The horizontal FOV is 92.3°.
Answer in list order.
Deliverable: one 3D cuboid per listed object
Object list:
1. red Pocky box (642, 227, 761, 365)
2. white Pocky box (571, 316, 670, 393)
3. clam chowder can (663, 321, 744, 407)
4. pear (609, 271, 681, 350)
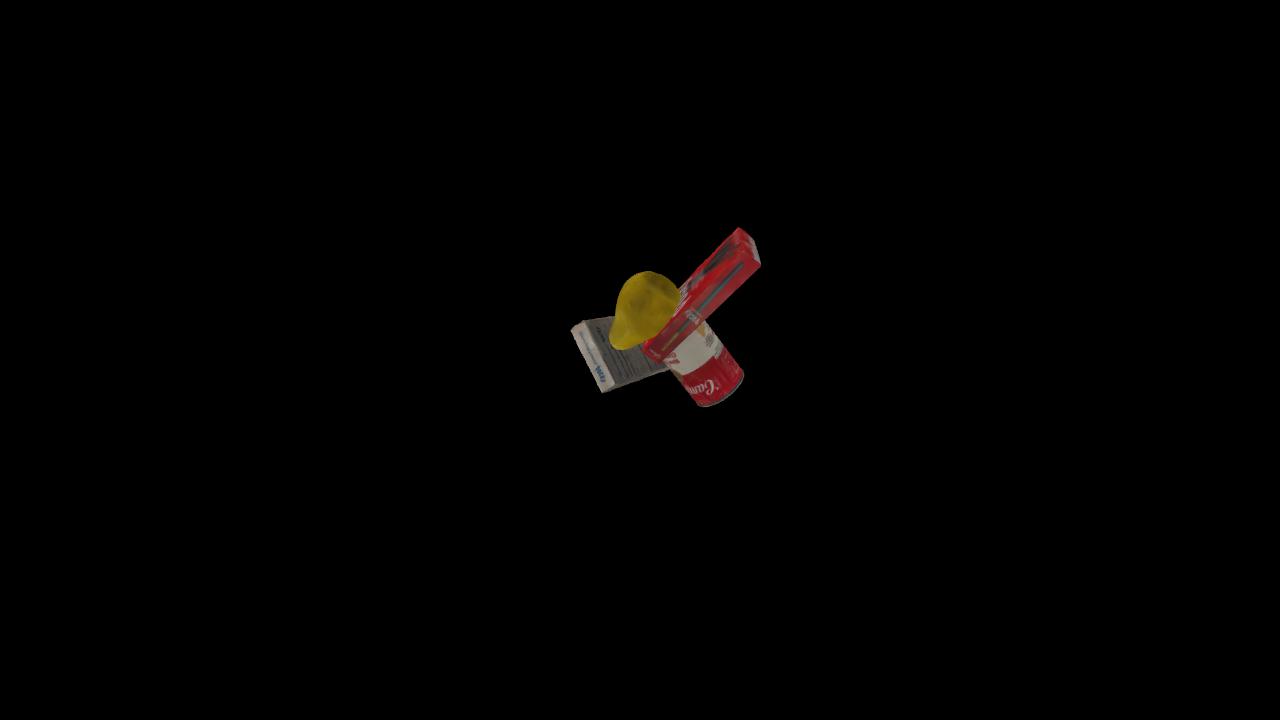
[{"bbox_3d":[0.063,-0.069,0.660,0.028,0.155,0.083,38,24,-16],"label":"red Pocky box"},{"bbox_3d":[-0.013,-0.015,0.746,0.028,0.084,0.154,-32,-8,31],"label":"white Pocky box"},{"bbox_3d":[0.064,-0.005,0.704,0.068,0.102,0.068,-34,20,14],"label":"clam chowder can"},{"bbox_3d":[-0.003,-0.043,0.680,0.080,0.080,0.111,0,-38,-44],"label":"pear"}]
